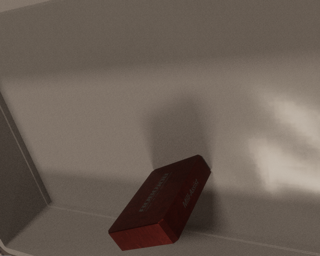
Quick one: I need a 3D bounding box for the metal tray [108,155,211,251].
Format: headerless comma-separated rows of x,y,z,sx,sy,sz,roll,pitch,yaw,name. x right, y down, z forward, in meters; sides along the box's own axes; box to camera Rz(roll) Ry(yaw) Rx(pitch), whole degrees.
0.004,0.092,0.394,0.090,0.131,0.030,-24,105,36,metal tray
